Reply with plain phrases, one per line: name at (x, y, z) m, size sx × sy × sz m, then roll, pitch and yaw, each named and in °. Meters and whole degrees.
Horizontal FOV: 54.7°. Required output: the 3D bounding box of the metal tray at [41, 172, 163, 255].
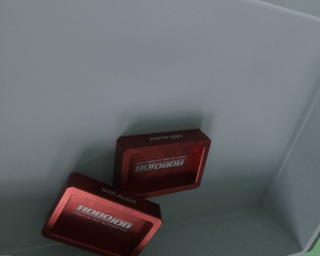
metal tray at (-0.074, 0.121, 0.407) m, size 0.131 × 0.030 × 0.090 m, roll 26°, pitch 111°, yaw -18°

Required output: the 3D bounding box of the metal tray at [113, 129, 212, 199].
metal tray at (0.003, 0.052, 0.438) m, size 0.131 × 0.030 × 0.089 m, roll -5°, pitch 121°, yaw -26°
